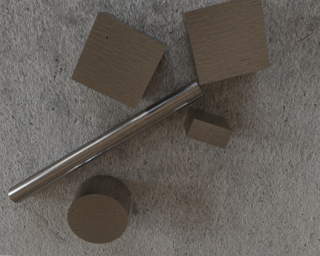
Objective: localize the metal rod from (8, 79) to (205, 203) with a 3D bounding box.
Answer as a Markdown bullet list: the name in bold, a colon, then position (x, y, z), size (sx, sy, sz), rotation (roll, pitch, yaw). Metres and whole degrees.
- **metal rod**: position (-0.078, 0.022, 0.417), size (0.300, 0.025, 0.025), rotation (-30, 108, 10)

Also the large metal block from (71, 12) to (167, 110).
- **large metal block**: position (-0.047, -0.080, 0.366), size (0.080, 0.050, 0.080), rotation (25, 108, -9)

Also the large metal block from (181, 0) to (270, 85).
- **large metal block**: position (0.075, -0.103, 0.359), size (0.080, 0.050, 0.080), rotation (-13, 110, 4)

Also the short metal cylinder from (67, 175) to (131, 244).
- **short metal cylinder**: position (-0.083, 0.114, 0.438), size (0.081, 0.050, 0.079), rotation (0, 110, 0)

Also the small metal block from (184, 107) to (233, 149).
- **small metal block**: position (0.060, -0.001, 0.397), size (0.050, 0.050, 0.025), rotation (18, 109, -7)
